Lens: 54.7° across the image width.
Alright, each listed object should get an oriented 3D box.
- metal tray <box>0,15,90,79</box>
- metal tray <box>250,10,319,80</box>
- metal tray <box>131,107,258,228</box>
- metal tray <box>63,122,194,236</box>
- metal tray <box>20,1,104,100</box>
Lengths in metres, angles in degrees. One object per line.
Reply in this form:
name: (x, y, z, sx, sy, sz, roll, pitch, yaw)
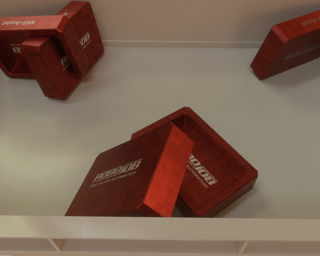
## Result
metal tray: (-0.179, -0.113, 0.443, 0.131, 0.090, 0.030, 2, 56, 12)
metal tray: (0.211, -0.128, 0.469, 0.131, 0.090, 0.030, -22, 67, -18)
metal tray: (0.037, 0.039, 0.368, 0.091, 0.030, 0.130, -28, 56, -22)
metal tray: (-0.034, 0.053, 0.302, 0.030, 0.130, 0.090, 42, 48, -23)
metal tray: (-0.136, -0.116, 0.457, 0.030, 0.090, 0.130, 11, 50, 19)
